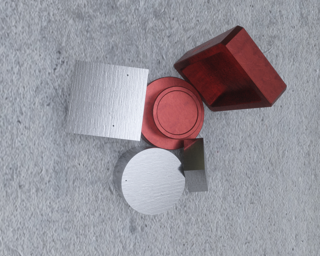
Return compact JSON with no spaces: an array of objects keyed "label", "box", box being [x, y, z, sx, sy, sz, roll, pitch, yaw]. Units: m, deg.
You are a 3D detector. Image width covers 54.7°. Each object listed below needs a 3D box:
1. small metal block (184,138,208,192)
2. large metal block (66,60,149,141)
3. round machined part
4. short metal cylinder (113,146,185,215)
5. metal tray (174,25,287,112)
[{"label":"small metal block","box":[0.047,0.049,0.404,0.025,0.050,0.050,-5,137,10]},{"label":"large metal block","box":[-0.058,-0.029,0.363,0.081,0.050,0.080,7,88,-3]},{"label":"round machined part","box":[0.016,-0.020,0.409,0.099,0.042,0.097,0,90,-21]},{"label":"short metal cylinder","box":[-0.015,0.064,0.393,0.081,0.050,0.079,0,90,-21]},{"label":"metal tray","box":[0.079,-0.065,0.384,0.030,0.130,0.090,-46,105,-14]}]
